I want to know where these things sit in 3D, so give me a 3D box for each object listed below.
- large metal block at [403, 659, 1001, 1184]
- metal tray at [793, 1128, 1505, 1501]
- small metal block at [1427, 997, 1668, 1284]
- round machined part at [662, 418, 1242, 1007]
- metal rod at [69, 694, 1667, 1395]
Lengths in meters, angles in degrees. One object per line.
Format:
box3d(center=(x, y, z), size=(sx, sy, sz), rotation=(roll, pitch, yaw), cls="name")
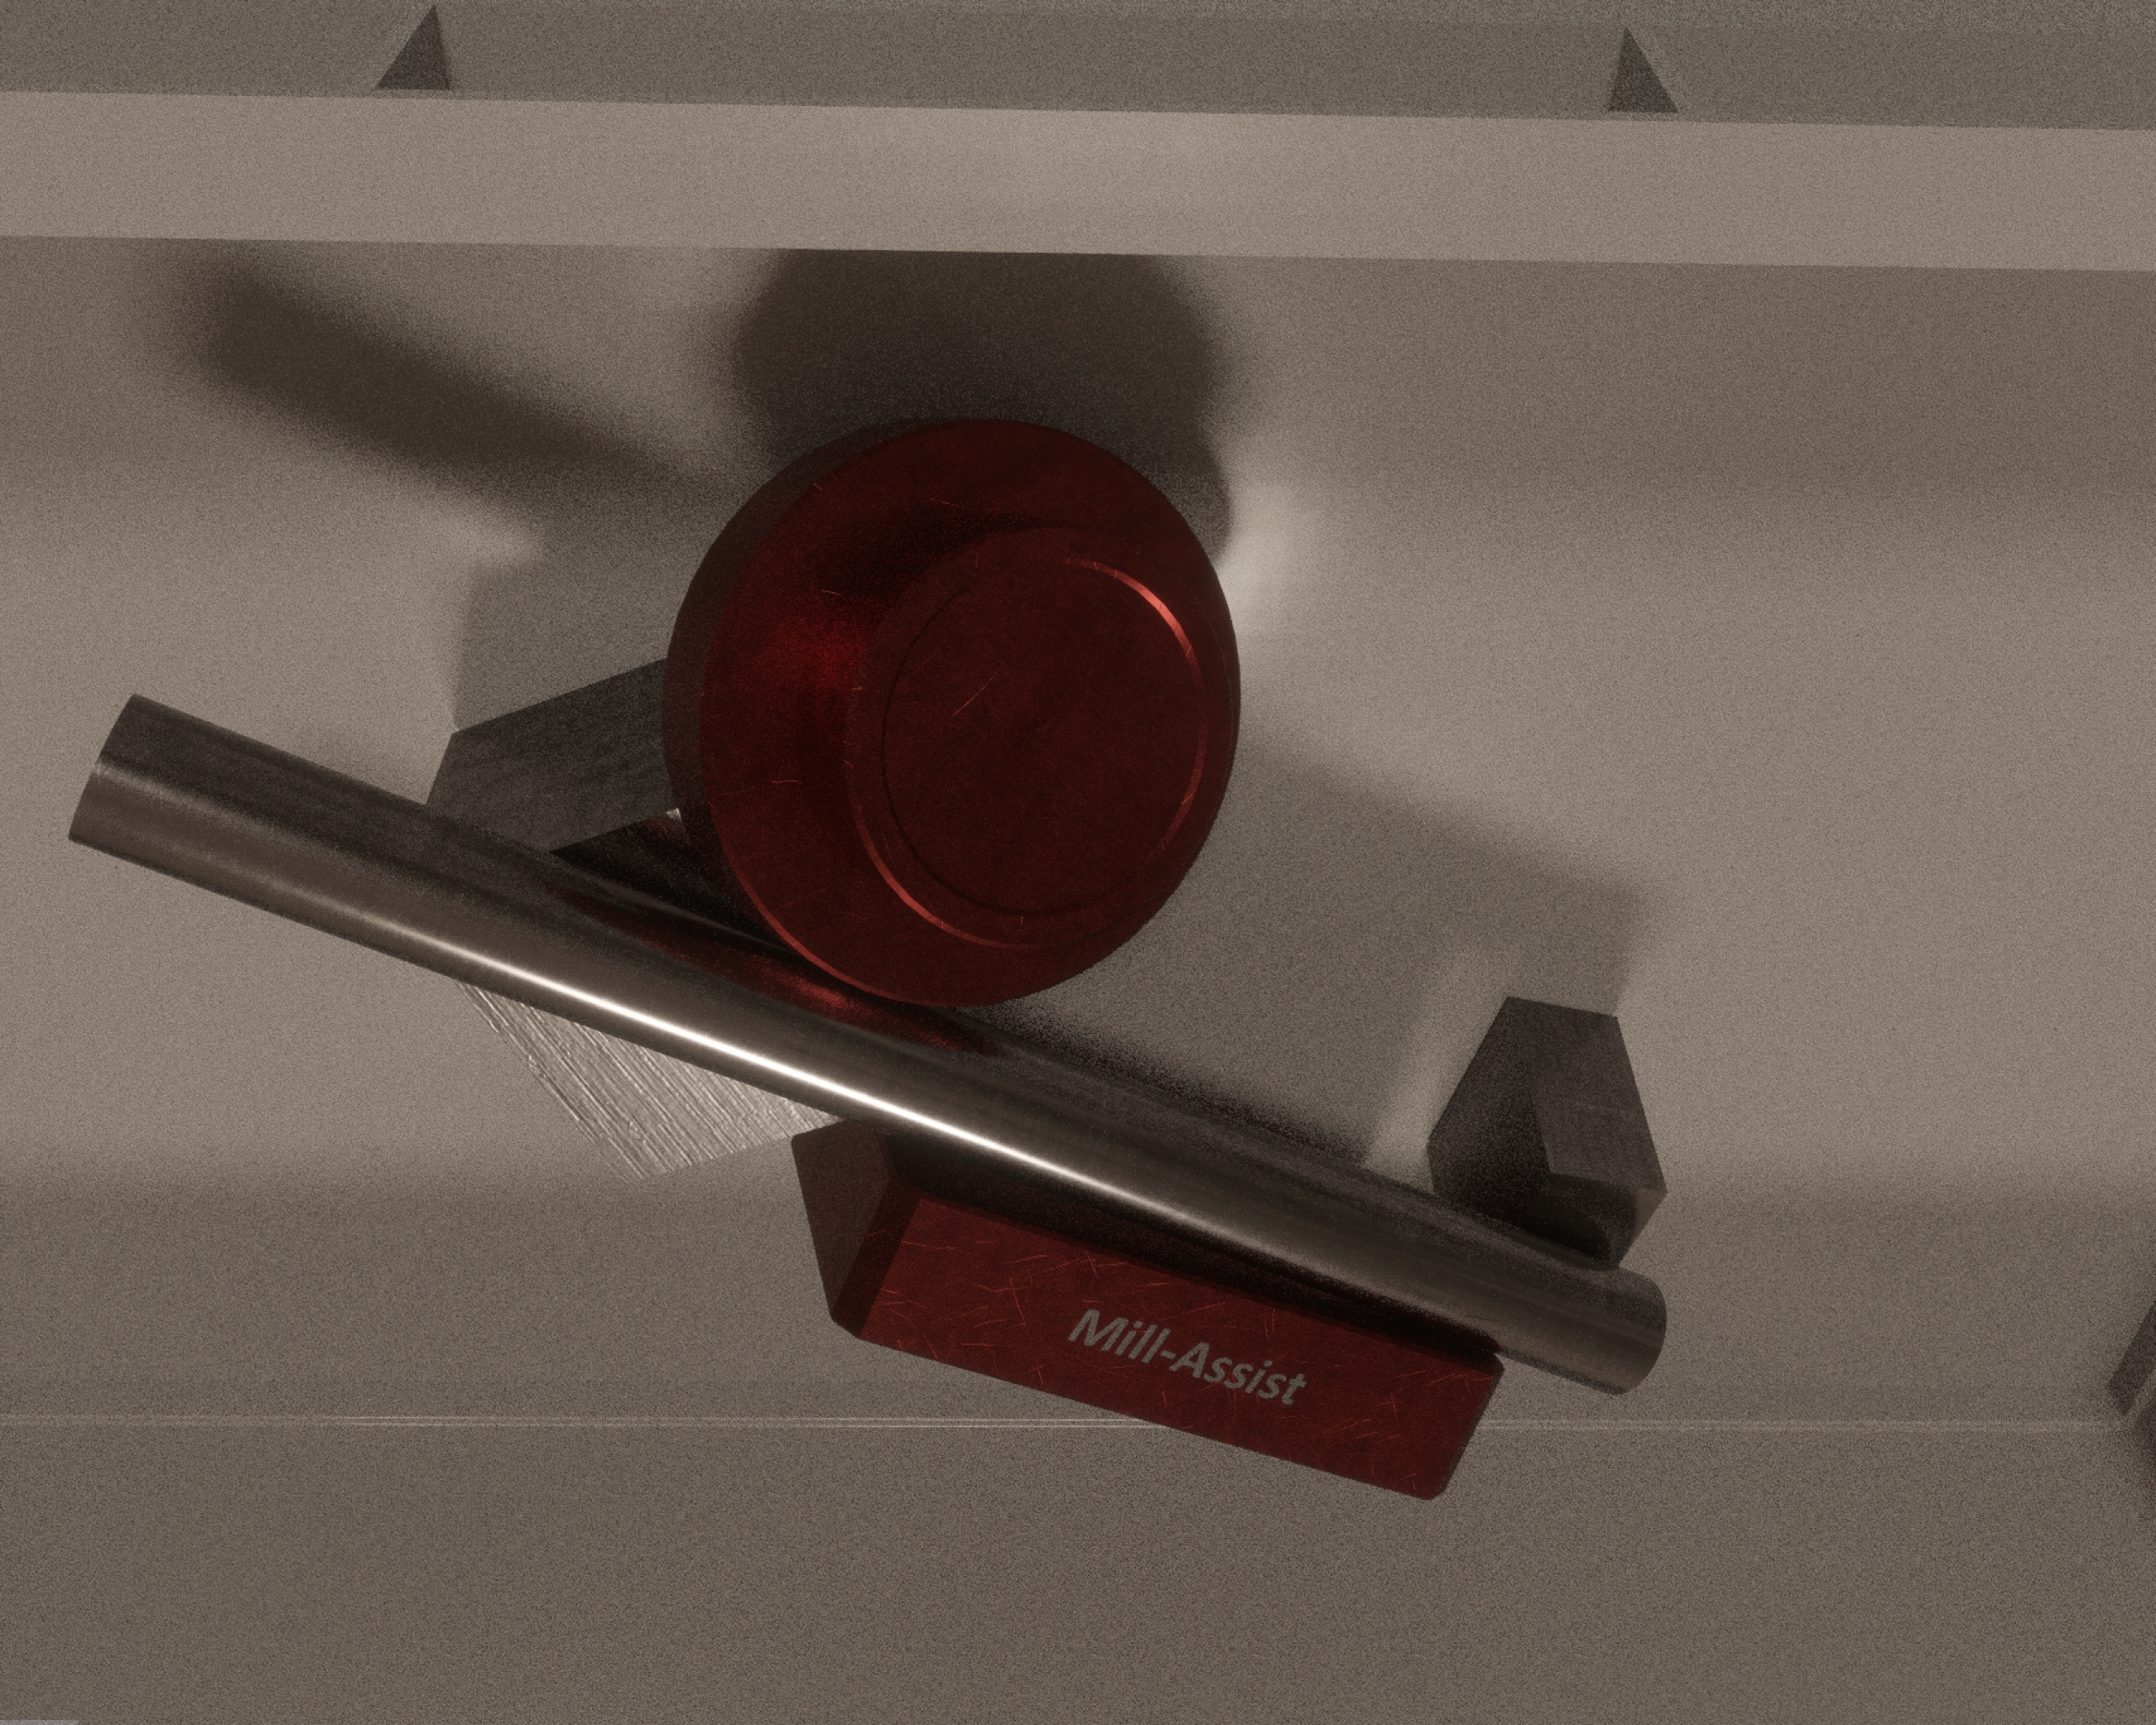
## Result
box3d(center=(-0.067, 0.008, 0.396), size=(0.080, 0.050, 0.080), rotation=(-18, 128, 14), cls="large metal block")
box3d(center=(0.011, 0.080, 0.428), size=(0.131, 0.090, 0.030), rotation=(20, 100, -18), cls="metal tray")
box3d(center=(0.099, 0.066, 0.448), size=(0.025, 0.050, 0.050), rotation=(11, 129, -10), cls="small metal block")
box3d(center=(-0.014, -0.023, 0.342), size=(0.099, 0.042, 0.097), rotation=(-7, 104, -28), cls="round machined part")
box3d(center=(-0.020, 0.040, 0.374), size=(0.302, 0.025, 0.025), rotation=(23, 126, -19), cls="metal rod")
